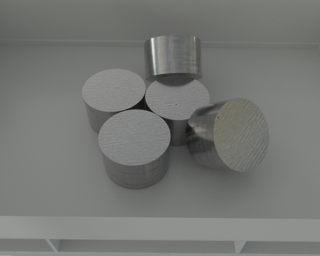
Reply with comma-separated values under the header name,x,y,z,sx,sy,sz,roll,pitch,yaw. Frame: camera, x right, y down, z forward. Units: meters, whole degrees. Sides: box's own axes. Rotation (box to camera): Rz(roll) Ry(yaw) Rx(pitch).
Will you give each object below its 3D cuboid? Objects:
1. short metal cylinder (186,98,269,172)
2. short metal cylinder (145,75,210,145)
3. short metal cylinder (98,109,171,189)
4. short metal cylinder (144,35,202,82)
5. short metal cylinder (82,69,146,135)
name,x,y,z,sx,sy,sz,roll,pitch,yaw
short metal cylinder,0.077,0.009,0.354,0.081,0.050,0.080,3,85,-29
short metal cylinder,0.022,-0.024,0.407,0.081,0.050,0.080,0,50,0
short metal cylinder,-0.028,0.024,0.366,0.081,0.050,0.080,0,50,0
short metal cylinder,0.019,-0.095,0.438,0.081,0.080,0.050,-2,89,-2
short metal cylinder,-0.059,-0.034,0.414,0.081,0.050,0.080,0,50,0
